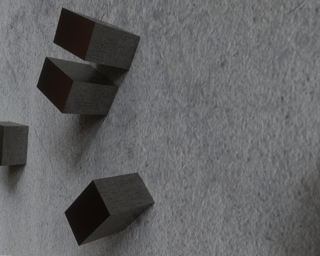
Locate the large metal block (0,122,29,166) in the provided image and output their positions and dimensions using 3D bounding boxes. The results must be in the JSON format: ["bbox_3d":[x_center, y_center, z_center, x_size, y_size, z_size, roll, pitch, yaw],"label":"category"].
[{"bbox_3d":[-0.323,0.030,0.650,0.080,0.050,0.079,10,96,39],"label":"large metal block"}]

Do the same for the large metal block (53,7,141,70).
[{"bbox_3d":[-0.090,-0.126,0.441,0.080,0.081,0.050,33,110,35],"label":"large metal block"}]

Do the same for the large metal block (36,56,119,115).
[{"bbox_3d":[-0.125,-0.062,0.469,0.080,0.081,0.050,39,114,33],"label":"large metal block"}]

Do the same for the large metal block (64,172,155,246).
[{"bbox_3d":[-0.069,0.109,0.423,0.080,0.081,0.050,-47,62,29],"label":"large metal block"}]
